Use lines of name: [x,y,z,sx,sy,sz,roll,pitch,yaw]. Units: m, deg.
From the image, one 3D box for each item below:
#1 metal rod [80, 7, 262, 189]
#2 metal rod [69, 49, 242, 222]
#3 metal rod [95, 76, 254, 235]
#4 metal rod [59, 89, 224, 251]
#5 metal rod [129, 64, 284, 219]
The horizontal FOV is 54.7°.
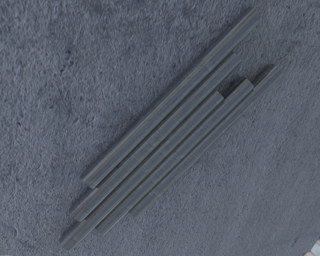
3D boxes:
metal rod: [0.012,-0.036,0.394,0.300,0.025,0.025,-45,130,3]
metal rod: [-0.008,0.012,0.413,0.300,0.025,0.025,-45,130,3]
metal rod: [0.018,0.041,0.445,0.300,0.025,0.025,-45,130,3]
metal rod: [-0.027,0.058,0.431,0.300,0.025,0.025,-45,130,3]
metal rod: [0.064,0.021,0.458,0.300,0.025,0.025,-45,130,3]
